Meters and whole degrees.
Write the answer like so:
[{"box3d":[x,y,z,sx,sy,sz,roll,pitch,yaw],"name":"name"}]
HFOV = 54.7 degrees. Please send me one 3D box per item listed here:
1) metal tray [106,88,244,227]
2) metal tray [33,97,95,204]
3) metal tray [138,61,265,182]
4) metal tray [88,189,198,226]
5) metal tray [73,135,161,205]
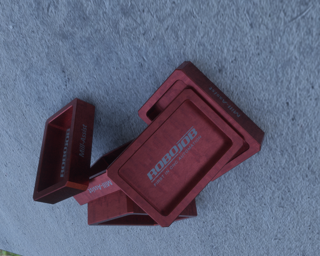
[{"box3d":[0.016,0.031,0.346,0.090,0.030,0.130,44,84,-3],"name":"metal tray"},{"box3d":[-0.134,0.032,0.436,0.090,0.130,0.030,-27,142,36],"name":"metal tray"},{"box3d":[0.048,-0.005,0.376,0.130,0.030,0.090,43,129,-3],"name":"metal tray"},{"box3d":[-0.022,0.114,0.433,0.090,0.131,0.030,-27,59,37],"name":"metal tray"},{"box3d":[-0.057,0.053,0.428,0.130,0.090,0.030,-27,104,37],"name":"metal tray"}]
